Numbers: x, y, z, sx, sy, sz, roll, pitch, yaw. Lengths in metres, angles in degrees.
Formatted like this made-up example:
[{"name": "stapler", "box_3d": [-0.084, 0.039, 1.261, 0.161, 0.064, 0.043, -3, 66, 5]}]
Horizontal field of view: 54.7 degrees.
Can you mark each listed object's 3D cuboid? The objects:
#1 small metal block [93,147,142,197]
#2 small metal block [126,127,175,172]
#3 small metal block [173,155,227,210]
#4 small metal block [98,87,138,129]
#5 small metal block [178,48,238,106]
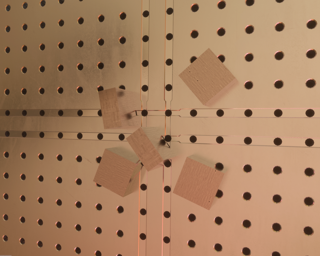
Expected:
[{"name": "small metal block", "box_3d": [-0.058, 0.061, 0.432, 0.050, 0.025, 0.050, 24, 98, 18]}, {"name": "small metal block", "box_3d": [-0.011, 0.026, 0.402, 0.025, 0.050, 0.050, -38, 78, 16]}, {"name": "small metal block", "box_3d": [0.051, 0.068, 0.394, 0.050, 0.025, 0.050, 23, 97, 18]}, {"name": "small metal block", "box_3d": [-0.055, -0.025, 0.418, 0.025, 0.050, 0.050, -11, 87, 19]}, {"name": "small metal block", "box_3d": [0.061, -0.063, 0.391, 0.050, 0.025, 0.050, -41, 78, 15]}]
